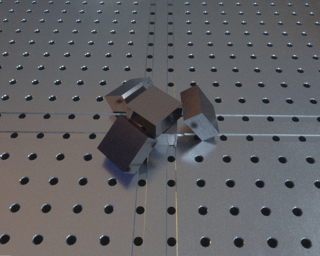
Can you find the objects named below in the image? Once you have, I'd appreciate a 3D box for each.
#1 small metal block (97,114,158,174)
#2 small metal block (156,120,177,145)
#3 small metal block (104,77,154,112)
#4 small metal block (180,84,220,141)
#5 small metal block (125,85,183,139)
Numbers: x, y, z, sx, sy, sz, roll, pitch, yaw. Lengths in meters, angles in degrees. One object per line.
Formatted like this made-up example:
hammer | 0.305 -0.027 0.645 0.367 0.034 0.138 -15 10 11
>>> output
small metal block | -0.039 0.020 0.374 0.050 0.025 0.050 37 96 27
small metal block | -0.003 -0.005 0.412 0.050 0.025 0.050 1 53 1
small metal block | -0.041 -0.046 0.431 0.050 0.025 0.050 -39 24 -28
small metal block | 0.052 -0.019 0.405 0.025 0.050 0.050 -24 46 23
small metal block | -0.007 -0.021 0.393 0.050 0.025 0.050 34 57 25
